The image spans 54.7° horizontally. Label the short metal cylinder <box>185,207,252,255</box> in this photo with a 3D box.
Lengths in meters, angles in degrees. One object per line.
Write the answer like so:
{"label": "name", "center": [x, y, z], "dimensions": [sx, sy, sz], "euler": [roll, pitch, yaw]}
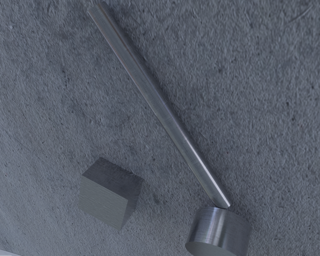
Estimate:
{"label": "short metal cylinder", "center": [0.081, 0.152, 0.426], "dimensions": [0.080, 0.050, 0.080], "euler": [16, 144, 13]}

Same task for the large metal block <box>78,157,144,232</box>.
{"label": "large metal block", "center": [-0.080, 0.106, 0.496], "dimensions": [0.080, 0.050, 0.079], "euler": [25, 127, 12]}

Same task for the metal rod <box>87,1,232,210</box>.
{"label": "metal rod", "center": [0.007, -0.017, 0.390], "dimensions": [0.025, 0.025, 0.299], "euler": [-24, 106, 36]}
